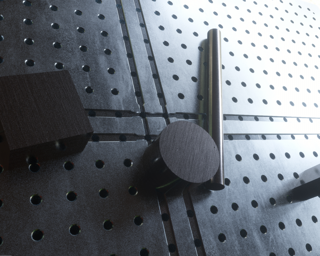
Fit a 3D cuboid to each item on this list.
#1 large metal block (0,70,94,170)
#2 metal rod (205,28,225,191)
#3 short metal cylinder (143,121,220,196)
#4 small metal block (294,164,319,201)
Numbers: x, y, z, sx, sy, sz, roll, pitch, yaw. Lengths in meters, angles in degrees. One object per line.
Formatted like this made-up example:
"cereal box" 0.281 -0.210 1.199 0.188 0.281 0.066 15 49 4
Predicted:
"large metal block" -0.128 -0.011 0.329 0.081 0.050 0.080 -14 69 -34
"metal rod" 0.085 -0.048 0.482 0.025 0.025 0.300 19 54 -18
"short metal cylinder" 0.025 0.038 0.383 0.081 0.050 0.080 14 56 -21
"small metal block" 0.242 0.079 0.474 0.025 0.050 0.050 49 51 6
